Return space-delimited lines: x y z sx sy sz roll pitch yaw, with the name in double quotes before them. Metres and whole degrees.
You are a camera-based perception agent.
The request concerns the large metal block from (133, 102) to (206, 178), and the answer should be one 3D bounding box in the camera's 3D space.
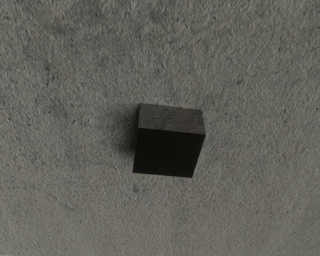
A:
"large metal block" 0.009 0.017 0.407 0.081 0.050 0.079 6 130 -6
